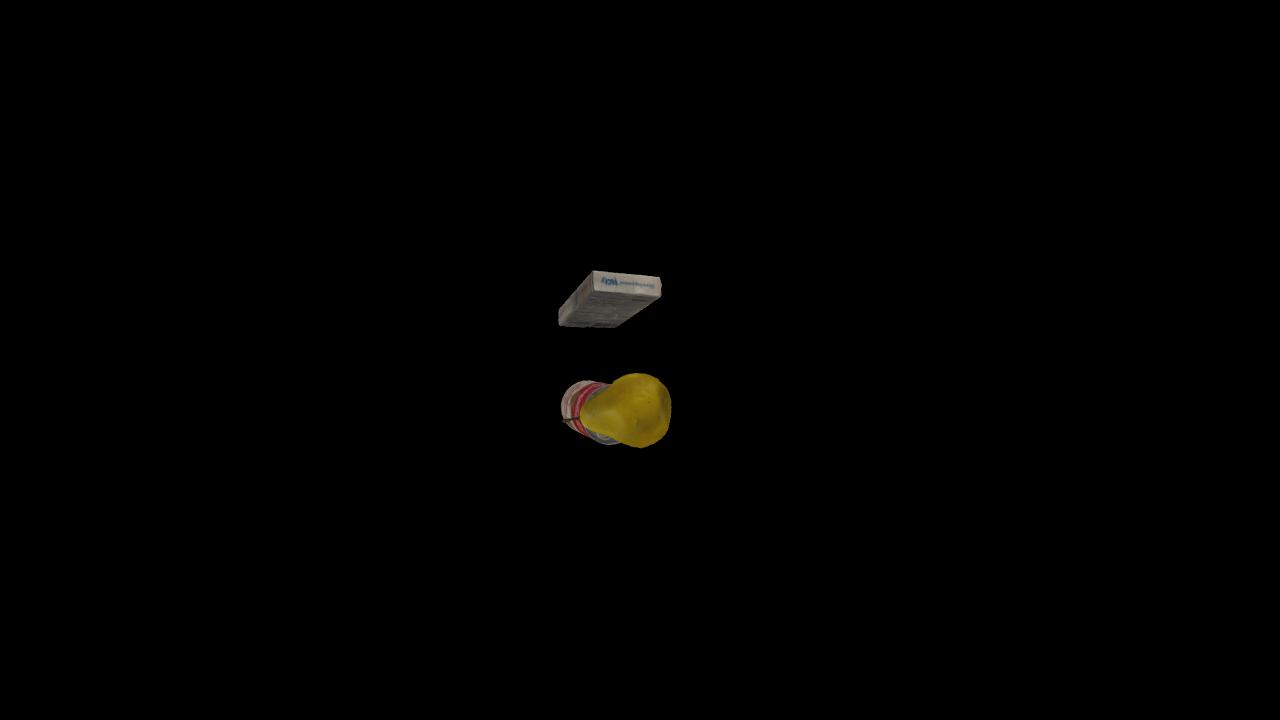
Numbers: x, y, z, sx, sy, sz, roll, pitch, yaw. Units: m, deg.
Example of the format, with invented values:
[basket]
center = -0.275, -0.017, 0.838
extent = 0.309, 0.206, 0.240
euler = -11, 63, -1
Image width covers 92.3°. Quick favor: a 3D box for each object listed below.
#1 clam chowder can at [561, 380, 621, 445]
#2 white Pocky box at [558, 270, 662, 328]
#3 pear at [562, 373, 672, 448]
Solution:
[clam chowder can]
center = -0.050, 0.059, 0.725
extent = 0.068, 0.068, 0.102
euler = 0, 1, -21
[white Pocky box]
center = -0.042, -0.069, 0.749
extent = 0.084, 0.028, 0.154
euler = 2, -12, -21
[pear]
center = -0.024, 0.055, 0.651
extent = 0.111, 0.080, 0.080
euler = -3, -1, 16
